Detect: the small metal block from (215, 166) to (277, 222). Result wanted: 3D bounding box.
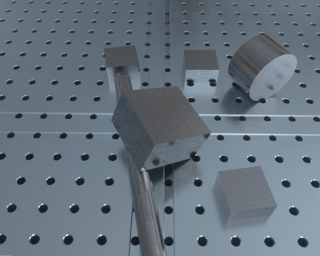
[{"bbox_3d":[0.094,0.073,0.347,0.050,0.025,0.050,-6,50,-6],"label":"small metal block"}]

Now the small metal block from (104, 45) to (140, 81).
[{"bbox_3d":[-0.061,-0.105,0.495,0.050,0.025,0.050,-8,51,-8],"label":"small metal block"}]

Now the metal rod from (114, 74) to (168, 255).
[{"bbox_3d":[-0.027,0.041,0.372,0.025,0.025,0.300,-8,51,-7],"label":"metal rod"}]

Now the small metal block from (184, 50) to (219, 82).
[{"bbox_3d":[0.064,-0.099,0.491,0.050,0.025,0.050,0,50,-1],"label":"small metal block"}]

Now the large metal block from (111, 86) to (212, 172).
[{"bbox_3d":[0.000,-0.002,0.372,0.081,0.050,0.080,-11,55,-35],"label":"large metal block"}]

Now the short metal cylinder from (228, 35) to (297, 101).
[{"bbox_3d":[0.146,-0.086,0.446,0.081,0.080,0.050,-22,54,-18],"label":"short metal cylinder"}]
